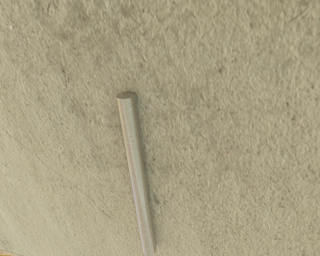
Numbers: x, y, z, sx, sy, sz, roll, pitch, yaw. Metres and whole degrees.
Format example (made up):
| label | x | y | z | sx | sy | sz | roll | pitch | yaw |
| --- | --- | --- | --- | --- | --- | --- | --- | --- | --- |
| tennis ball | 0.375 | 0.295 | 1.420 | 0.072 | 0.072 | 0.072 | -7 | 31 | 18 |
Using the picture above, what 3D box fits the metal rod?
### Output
| label | x | y | z | sx | sy | sz | roll | pitch | yaw |
| --- | --- | --- | --- | --- | --- | --- | --- | --- | --- |
| metal rod | -0.032 | 0.086 | 0.475 | 0.025 | 0.025 | 0.298 | 8 | 122 | 23 |
